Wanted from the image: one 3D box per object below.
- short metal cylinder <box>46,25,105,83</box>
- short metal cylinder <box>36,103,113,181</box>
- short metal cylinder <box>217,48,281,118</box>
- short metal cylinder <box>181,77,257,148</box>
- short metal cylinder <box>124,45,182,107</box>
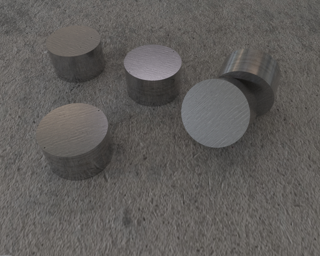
[{"bbox_3d":[-0.130,-0.116,0.483,0.080,0.050,0.080,0,50,0],"label":"short metal cylinder"},{"bbox_3d":[-0.100,0.016,0.373,0.080,0.050,0.080,0,50,0],"label":"short metal cylinder"},{"bbox_3d":[0.116,-0.059,0.418,0.080,0.080,0.050,18,52,14],"label":"short metal cylinder"},{"bbox_3d":[0.073,-0.021,0.376,0.080,0.079,0.050,25,20,19],"label":"short metal cylinder"},{"bbox_3d":[-0.010,-0.077,0.452,0.080,0.050,0.080,0,50,0],"label":"short metal cylinder"}]
